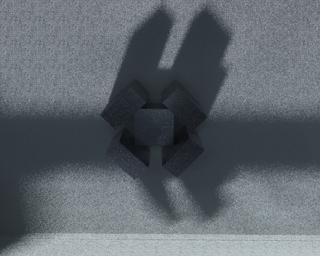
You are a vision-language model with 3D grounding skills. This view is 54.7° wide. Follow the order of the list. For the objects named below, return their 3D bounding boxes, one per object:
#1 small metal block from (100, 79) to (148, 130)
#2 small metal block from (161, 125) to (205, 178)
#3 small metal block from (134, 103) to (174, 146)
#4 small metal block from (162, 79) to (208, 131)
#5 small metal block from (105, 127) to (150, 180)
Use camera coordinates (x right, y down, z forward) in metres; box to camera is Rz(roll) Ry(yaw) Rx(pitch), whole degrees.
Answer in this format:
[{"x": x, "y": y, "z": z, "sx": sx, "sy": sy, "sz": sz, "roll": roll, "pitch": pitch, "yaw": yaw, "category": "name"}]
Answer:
[{"x": -0.043, "y": -0.031, "z": 0.384, "sx": 0.050, "sy": 0.050, "sz": 0.025, "roll": -40, "pitch": 105, "yaw": 14, "category": "small metal block"}, {"x": 0.028, "y": 0.029, "z": 0.406, "sx": 0.025, "sy": 0.050, "sz": 0.050, "roll": 38, "pitch": 105, "yaw": -14, "category": "small metal block"}, {"x": -0.007, "y": -0.005, "z": 0.407, "sx": 0.050, "sy": 0.025, "sz": 0.050, "roll": 1, "pitch": 110, "yaw": -1, "category": "small metal block"}, {"x": 0.029, "y": -0.029, "z": 0.385, "sx": 0.025, "sy": 0.050, "sz": 0.050, "roll": -43, "pitch": 106, "yaw": 13, "category": "small metal block"}, {"x": -0.040, "y": 0.033, "z": 0.408, "sx": 0.025, "sy": 0.050, "sz": 0.050, "roll": -43, "pitch": 105, "yaw": 15, "category": "small metal block"}]
